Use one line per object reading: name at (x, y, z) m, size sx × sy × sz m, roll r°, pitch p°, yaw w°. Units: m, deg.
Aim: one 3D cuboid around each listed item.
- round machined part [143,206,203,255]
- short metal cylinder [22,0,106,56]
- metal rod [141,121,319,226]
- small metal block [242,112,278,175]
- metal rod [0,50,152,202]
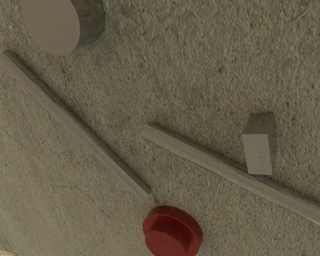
round machined part at (0.016, 0.176, 0.495) m, size 0.098 × 0.042 × 0.097 m, roll 13°, pitch 124°, yaw 20°
short metal cylinder at (-0.113, -0.132, 0.367) m, size 0.080 × 0.050 × 0.079 m, roll 13°, pitch 124°, yaw 20°
metal rod at (0.114, 0.066, 0.386) m, size 0.301 × 0.025 × 0.025 m, roll 26°, pitch 127°, yaw 11°
small metal block at (0.112, 0.016, 0.341) m, size 0.025 × 0.050 × 0.050 m, roll -2°, pitch 118°, yaw 29°
metal rod at (-0.127, -0.001, 0.470) m, size 0.300 × 0.025 × 0.025 m, roll 45°, pitch 129°, yaw -4°
